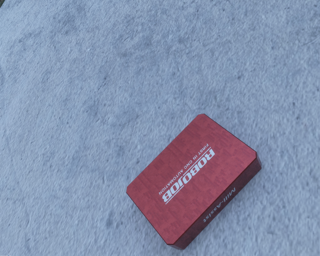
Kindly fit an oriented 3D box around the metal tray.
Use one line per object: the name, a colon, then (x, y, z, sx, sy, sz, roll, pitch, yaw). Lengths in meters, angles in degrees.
metal tray: (0.036, 0.056, 0.348, 0.130, 0.030, 0.090, -45, 51, -4)
